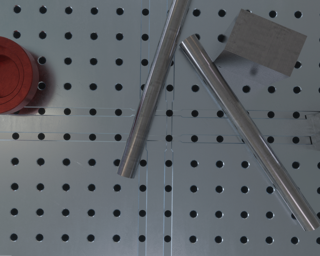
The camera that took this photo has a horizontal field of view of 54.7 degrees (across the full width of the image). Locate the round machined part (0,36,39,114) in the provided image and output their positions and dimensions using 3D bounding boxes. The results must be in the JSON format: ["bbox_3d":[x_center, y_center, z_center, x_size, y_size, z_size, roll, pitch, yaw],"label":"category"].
[{"bbox_3d":[-0.206,-0.066,0.403,0.099,0.042,0.097,0,90,0],"label":"round machined part"}]

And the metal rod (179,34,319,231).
[{"bbox_3d":[0.120,0.006,0.414,0.025,0.025,0.299,-34,90,0],"label":"metal rod"}]

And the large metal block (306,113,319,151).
[{"bbox_3d":[0.247,-0.002,0.388,0.080,0.080,0.050,-12,90,0],"label":"large metal block"}]

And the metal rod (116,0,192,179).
[{"bbox_3d":[0.000,-0.079,0.413,0.025,0.025,0.298,18,90,0],"label":"metal rod"}]

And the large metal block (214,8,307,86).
[{"bbox_3d":[0.119,-0.096,0.387,0.080,0.080,0.050,23,90,0],"label":"large metal block"}]
